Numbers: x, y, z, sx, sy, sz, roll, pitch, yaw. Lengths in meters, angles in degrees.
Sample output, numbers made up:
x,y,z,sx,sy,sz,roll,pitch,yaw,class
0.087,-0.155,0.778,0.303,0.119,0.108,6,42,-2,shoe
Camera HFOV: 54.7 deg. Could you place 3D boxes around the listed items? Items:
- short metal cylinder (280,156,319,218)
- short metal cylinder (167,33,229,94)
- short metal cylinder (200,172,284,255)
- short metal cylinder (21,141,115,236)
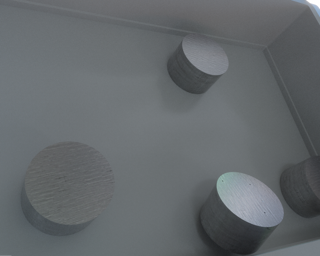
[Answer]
x,y,z,sx,sy,sz,roll,pitch,yaw,class
0.227,0.087,0.458,0.081,0.050,0.080,14,56,-21,short metal cylinder
0.058,-0.100,0.482,0.081,0.050,0.080,14,56,-21,short metal cylinder
0.094,0.098,0.362,0.081,0.050,0.080,15,32,-9,short metal cylinder
-0.091,0.060,0.304,0.081,0.050,0.080,14,56,-21,short metal cylinder
